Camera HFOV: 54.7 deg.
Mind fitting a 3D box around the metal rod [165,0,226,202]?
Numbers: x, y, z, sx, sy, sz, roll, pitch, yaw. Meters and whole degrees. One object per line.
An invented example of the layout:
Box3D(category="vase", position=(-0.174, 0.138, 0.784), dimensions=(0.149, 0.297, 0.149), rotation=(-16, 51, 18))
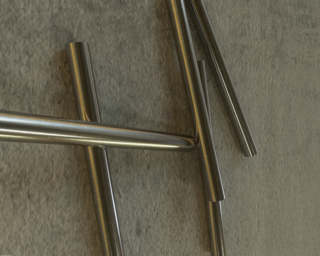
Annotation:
Box3D(category="metal rod", position=(0.049, -0.044, 0.432), dimensions=(0.025, 0.025, 0.298), rotation=(-16, 96, -39))

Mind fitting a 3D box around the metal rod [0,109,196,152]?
Box3D(category="metal rod", position=(-0.055, 0.008, 0.326), dimensions=(0.302, 0.025, 0.025), rotation=(8, 85, -50))

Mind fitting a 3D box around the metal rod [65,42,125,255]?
Box3D(category="metal rod", position=(-0.067, 0.057, 0.349), dimensions=(0.025, 0.025, 0.298), rotation=(-14, 99, -39))

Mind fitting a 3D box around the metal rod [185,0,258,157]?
Box3D(category="metal rod", position=(0.098, -0.083, 0.488), dimensions=(0.025, 0.025, 0.299), rotation=(-39, 114, -33))

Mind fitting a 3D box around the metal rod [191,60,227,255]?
Box3D(category="metal rod", position=(0.072, 0.050, 0.467), dimensions=(0.025, 0.025, 0.298), rotation=(-13, 99, -40))
